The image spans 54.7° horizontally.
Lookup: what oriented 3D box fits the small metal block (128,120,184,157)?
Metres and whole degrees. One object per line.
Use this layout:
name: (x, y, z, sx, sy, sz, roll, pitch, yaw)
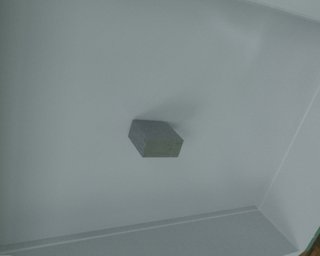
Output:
small metal block: (-0.006, 0.013, 0.394, 0.050, 0.050, 0.025, 3, 117, -30)
